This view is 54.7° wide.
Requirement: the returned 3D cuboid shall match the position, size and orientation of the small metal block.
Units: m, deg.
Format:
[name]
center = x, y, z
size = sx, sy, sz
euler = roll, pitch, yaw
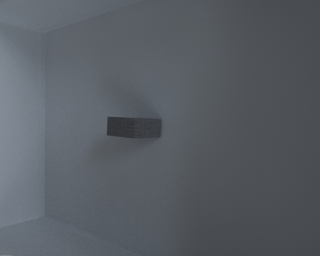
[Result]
[small metal block]
center = -0.034, -0.001, 0.412
size = 0.050, 0.050, 0.025
euler = 4, 93, 39
